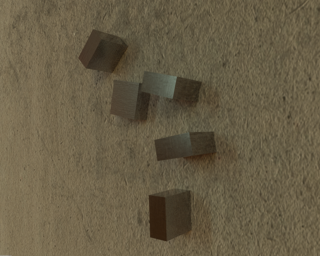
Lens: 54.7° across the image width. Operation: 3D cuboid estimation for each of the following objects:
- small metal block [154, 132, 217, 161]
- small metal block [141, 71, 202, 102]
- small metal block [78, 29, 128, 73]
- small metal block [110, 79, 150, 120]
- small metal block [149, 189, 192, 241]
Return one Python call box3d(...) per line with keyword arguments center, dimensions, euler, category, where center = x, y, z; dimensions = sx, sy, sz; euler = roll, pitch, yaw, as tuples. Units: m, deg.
box3d(center=(0.030, 0.021, 0.364), dimensions=(0.050, 0.050, 0.025), euler=(-14, 81, 39), category="small metal block")
box3d(center=(0.014, -0.051, 0.377), dimensions=(0.050, 0.050, 0.025), euler=(18, 102, 38), category="small metal block")
box3d(center=(-0.084, -0.112, 0.458), dimensions=(0.025, 0.050, 0.050), euler=(52, 120, 27), category="small metal block")
box3d(center=(-0.042, -0.040, 0.440), dimensions=(0.050, 0.025, 0.050), euler=(14, 99, 39), category="small metal block")
box3d(center=(0.013, 0.104, 0.378), dimensions=(0.025, 0.050, 0.050), euler=(-3, 88, 40), category="small metal block")
